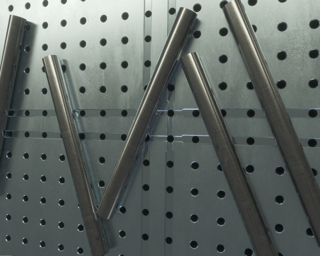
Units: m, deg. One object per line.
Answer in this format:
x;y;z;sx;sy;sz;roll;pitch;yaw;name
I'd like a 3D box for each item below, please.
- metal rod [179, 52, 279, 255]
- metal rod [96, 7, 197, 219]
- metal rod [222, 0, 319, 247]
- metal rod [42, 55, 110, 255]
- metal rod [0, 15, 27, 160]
0.089;0.047;0.381;0.025;0.025;0.299;-23;83;18;metal rod
-0.021;-0.014;0.420;0.025;0.025;0.299;25;98;18;metal rod
0.138;-0.011;0.363;0.025;0.025;0.299;-22;83;19;metal rod
-0.125;0.037;0.457;0.025;0.025;0.299;-18;84;19;metal rod
-0.259;-0.031;0.505;0.025;0.025;0.298;15;95;19;metal rod
